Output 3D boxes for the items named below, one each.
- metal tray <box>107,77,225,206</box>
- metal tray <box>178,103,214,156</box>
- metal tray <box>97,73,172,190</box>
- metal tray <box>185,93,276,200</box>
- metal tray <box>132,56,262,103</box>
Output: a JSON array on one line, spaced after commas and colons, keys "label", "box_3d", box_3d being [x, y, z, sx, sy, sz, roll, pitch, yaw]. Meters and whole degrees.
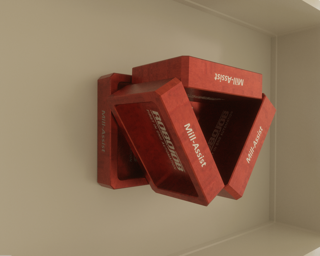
[{"label": "metal tray", "box_3d": [0.005, 0.016, 0.327, 0.030, 0.090, 0.129, -38, 114, -33]}, {"label": "metal tray", "box_3d": [0.042, 0.006, 0.437, 0.091, 0.030, 0.129, 2, 88, -40]}, {"label": "metal tray", "box_3d": [-0.029, 0.004, 0.378, 0.091, 0.030, 0.129, 1, 89, -40]}, {"label": "metal tray", "box_3d": [0.079, 0.018, 0.388, 0.030, 0.090, 0.130, 43, 64, -32]}, {"label": "metal tray", "box_3d": [0.044, -0.051, 0.359, 0.131, 0.090, 0.030, 2, 89, -40]}]
